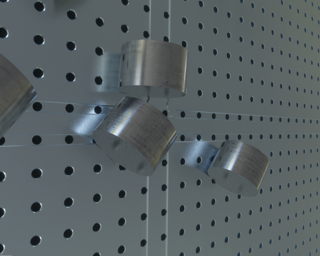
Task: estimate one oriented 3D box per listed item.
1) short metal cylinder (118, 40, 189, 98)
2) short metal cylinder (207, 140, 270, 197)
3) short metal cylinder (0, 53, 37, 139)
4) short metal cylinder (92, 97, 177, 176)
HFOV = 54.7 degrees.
[{"bbox_3d":[-0.008,-0.067,0.368,0.081,0.080,0.050,7,86,-40],"label":"short metal cylinder"},{"bbox_3d":[0.121,0.063,0.478,0.080,0.080,0.050,47,62,-30],"label":"short metal cylinder"},{"bbox_3d":[-0.150,-0.031,0.249,0.080,0.080,0.050,47,62,-30],"label":"short metal cylinder"},{"bbox_3d":[-0.028,0.010,0.351,0.080,0.080,0.050,50,60,-29],"label":"short metal cylinder"}]
